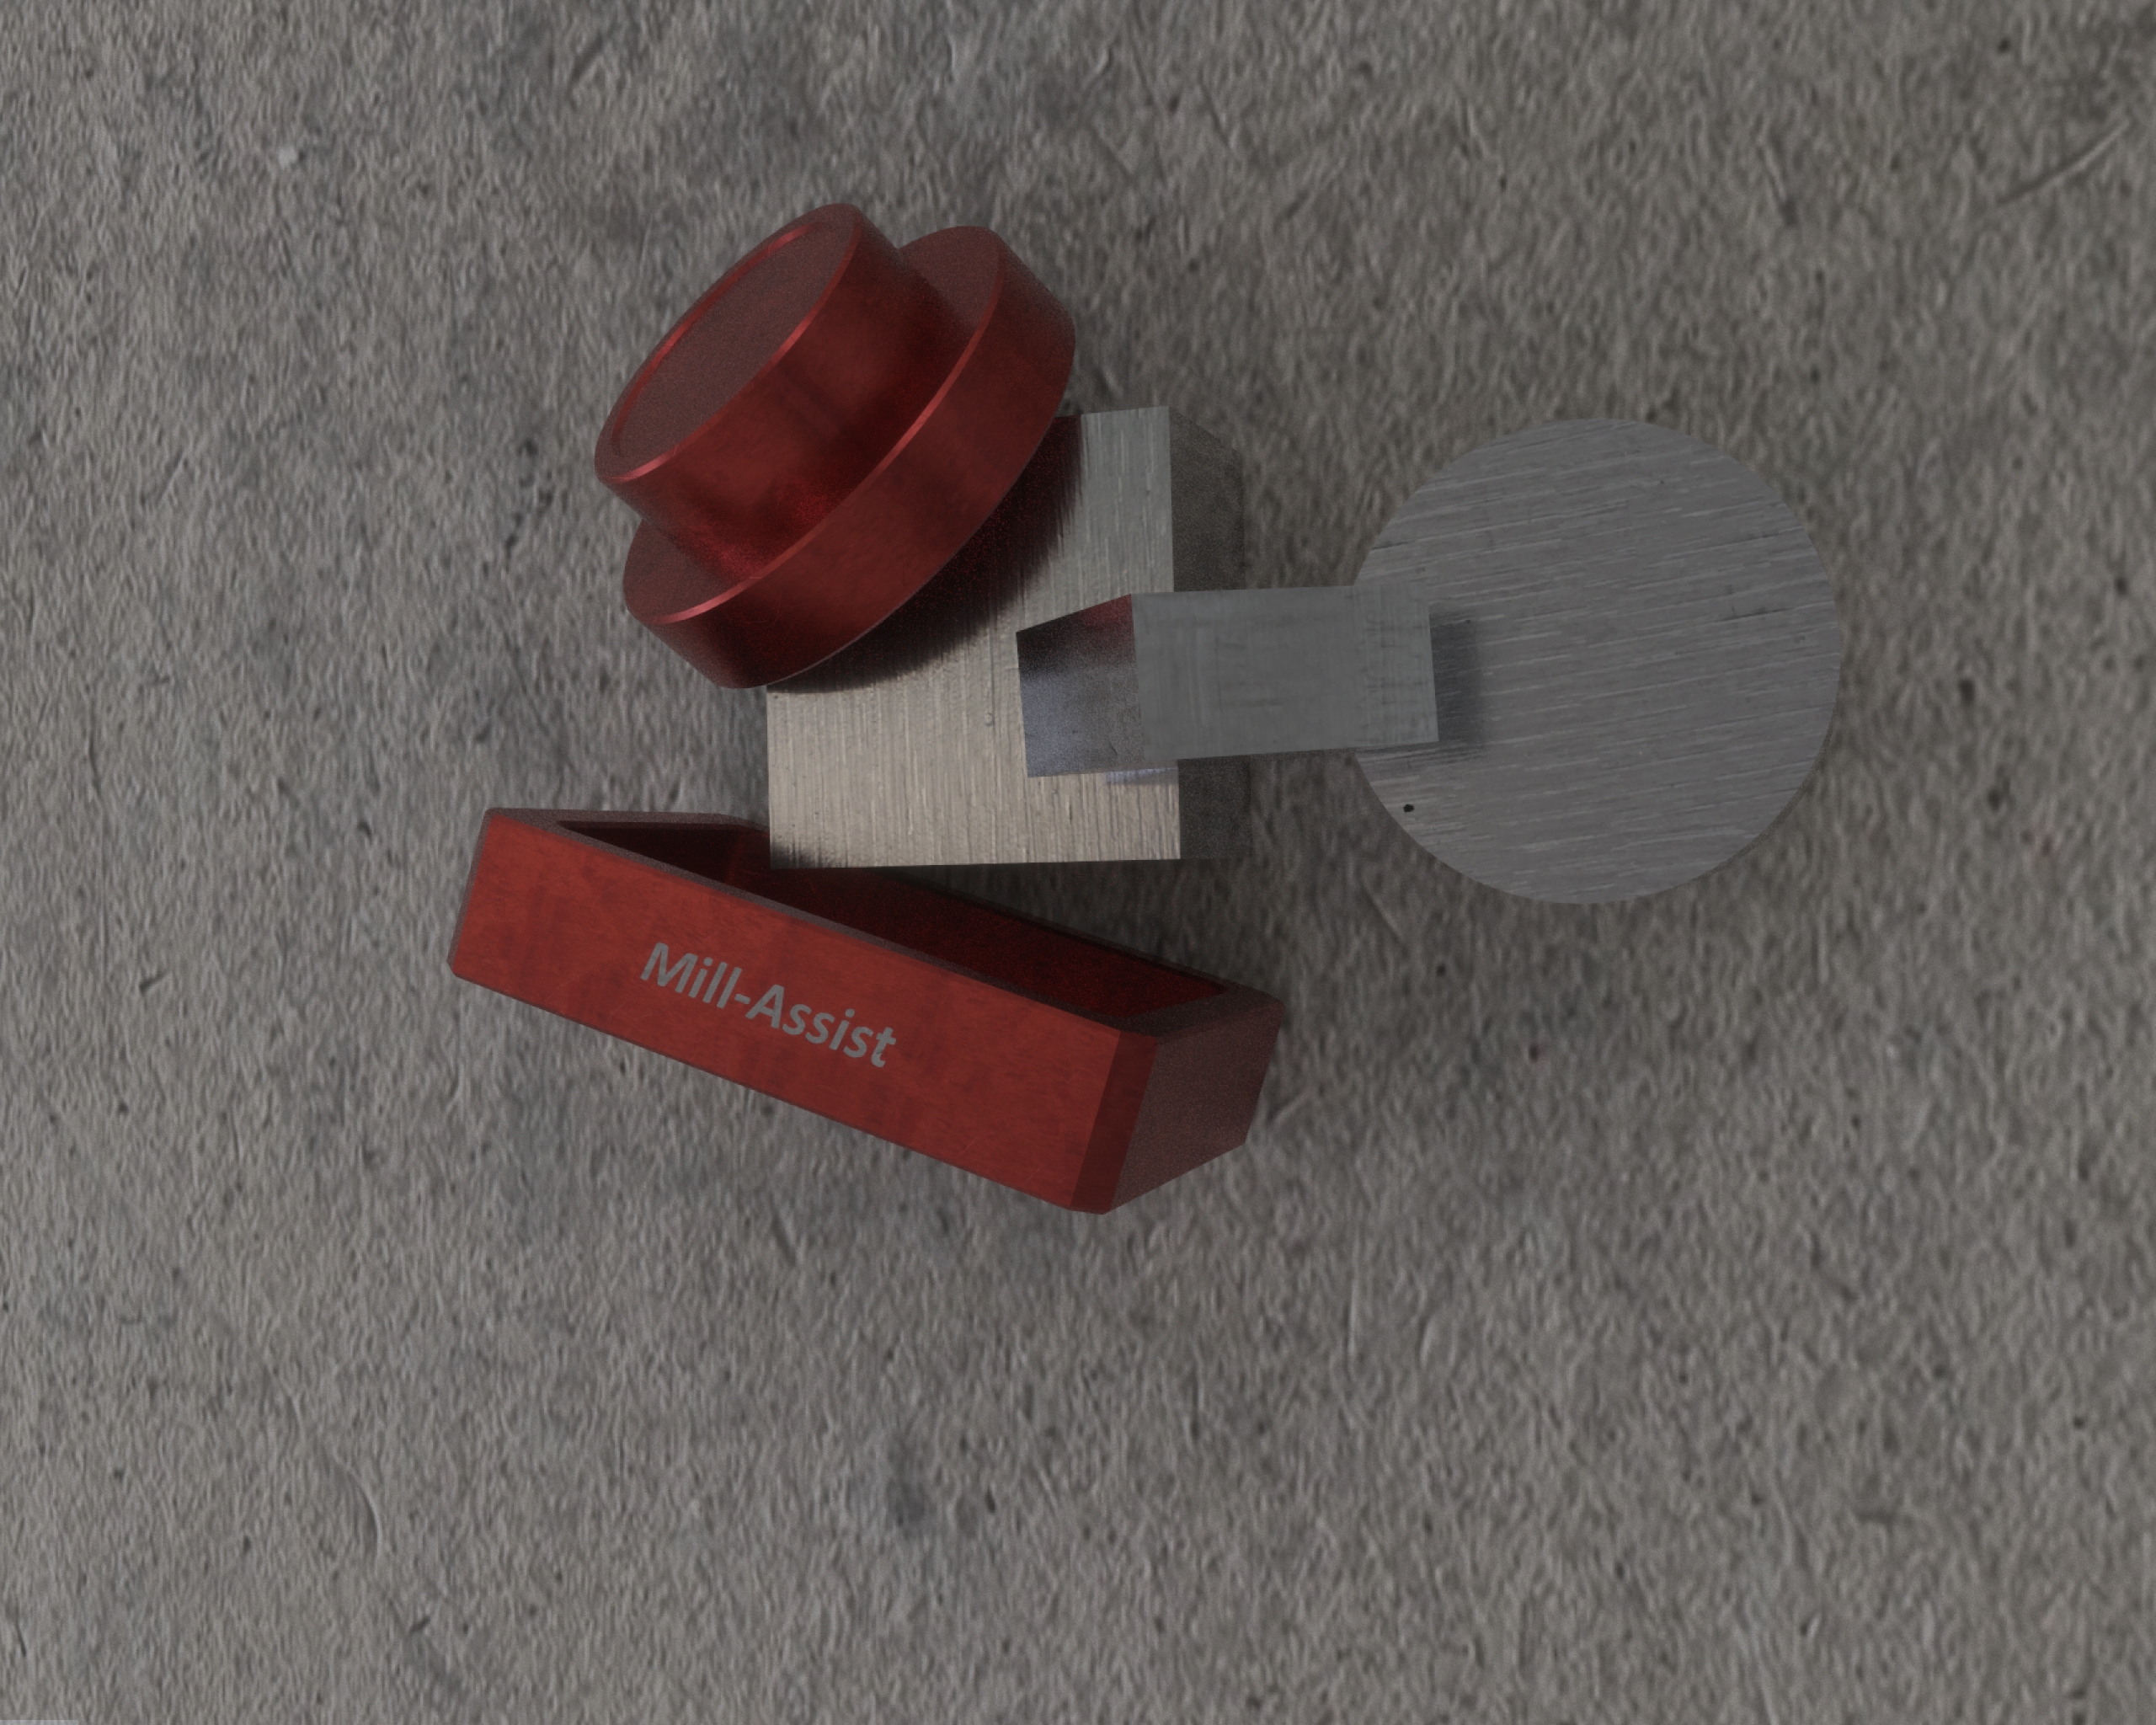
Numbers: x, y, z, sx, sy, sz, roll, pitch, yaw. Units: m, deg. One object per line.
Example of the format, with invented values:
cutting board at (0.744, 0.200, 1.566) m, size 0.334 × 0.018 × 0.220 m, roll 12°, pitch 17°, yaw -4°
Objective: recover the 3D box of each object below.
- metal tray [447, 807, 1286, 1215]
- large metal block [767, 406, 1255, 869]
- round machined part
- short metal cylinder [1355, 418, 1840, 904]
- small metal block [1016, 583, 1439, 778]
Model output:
metal tray at (-0.036, 0.023, 0.388) m, size 0.130 × 0.090 × 0.030 m, roll 18°, pitch 96°, yaw 19°
large metal block at (-0.012, -0.040, 0.402) m, size 0.080 × 0.050 × 0.080 m, roll -2°, pitch 90°, yaw 20°
round machined part at (-0.051, -0.083, 0.389) m, size 0.098 × 0.098 × 0.042 m, roll -38°, pitch 122°, yaw 16°
short metal cylinder at (0.091, -0.033, 0.366) m, size 0.080 × 0.050 × 0.080 m, roll 0°, pitch 90°, yaw 20°
small metal block at (0.023, -0.029, 0.340) m, size 0.050 × 0.050 × 0.025 m, roll -5°, pitch 91°, yaw -22°
